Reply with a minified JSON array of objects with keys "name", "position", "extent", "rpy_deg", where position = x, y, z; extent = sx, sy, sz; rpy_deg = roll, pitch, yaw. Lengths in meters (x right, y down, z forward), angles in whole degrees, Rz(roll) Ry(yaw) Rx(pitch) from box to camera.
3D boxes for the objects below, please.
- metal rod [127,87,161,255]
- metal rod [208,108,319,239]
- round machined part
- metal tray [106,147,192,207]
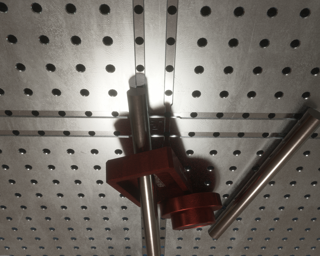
[{"name":"metal rod","position":[-0.019,0.084,0.450],"extent":[0.025,0.025,0.298],"rpy_deg":[-3,121,2]},{"name":"metal rod","position":[0.152,0.090,0.490],"extent":[0.025,0.025,0.298],"rpy_deg":[15,129,-13]},{"name":"round machined part","position":[0.051,0.135,0.490],"extent":[0.099,0.042,0.098],"rpy_deg":[-8,157,-3]},{"name":"metal tray","position":[-0.010,0.076,0.445],"extent":[0.090,0.030,0.130],"rpy_deg":[-14,148,11]}]
